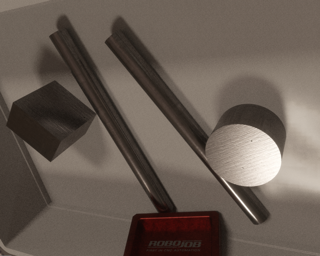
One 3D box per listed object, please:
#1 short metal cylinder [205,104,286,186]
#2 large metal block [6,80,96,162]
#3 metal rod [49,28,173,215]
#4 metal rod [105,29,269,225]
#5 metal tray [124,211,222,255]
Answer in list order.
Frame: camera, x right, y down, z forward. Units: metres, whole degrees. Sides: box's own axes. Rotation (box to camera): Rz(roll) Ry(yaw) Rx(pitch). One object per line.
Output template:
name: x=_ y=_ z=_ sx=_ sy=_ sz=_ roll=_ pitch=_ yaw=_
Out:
short metal cylinder: x=0.098 y=0.019 z=0.352 sx=0.080 sy=0.050 sz=0.079 roll=13 pitch=124 yaw=20
large metal block: x=-0.154 y=-0.012 z=0.444 sx=0.080 sy=0.080 sz=0.050 roll=39 pitch=129 yaw=1
metal rod: x=-0.061 y=0.002 z=0.440 sx=0.025 sy=0.025 sz=0.299 roll=-18 pitch=109 yaw=35
metal rod: x=0.039 y=0.005 z=0.390 sx=0.025 sy=0.025 sz=0.300 roll=-33 pitch=100 yaw=38
metal tray: x=0.019 y=0.165 z=0.435 sx=0.130 sy=0.090 sz=0.030 roll=-6 pitch=128 yaw=14
